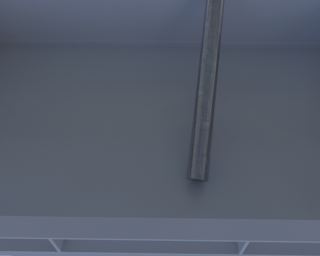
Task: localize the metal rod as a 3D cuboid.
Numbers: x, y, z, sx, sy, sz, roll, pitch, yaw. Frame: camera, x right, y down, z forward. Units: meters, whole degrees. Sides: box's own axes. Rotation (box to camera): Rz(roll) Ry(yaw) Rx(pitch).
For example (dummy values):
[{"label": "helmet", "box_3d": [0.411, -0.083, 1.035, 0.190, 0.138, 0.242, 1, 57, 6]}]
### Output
[{"label": "metal rod", "box_3d": [0.063, -0.082, 0.398, 0.025, 0.025, 0.299, 6, 74, 5]}]
